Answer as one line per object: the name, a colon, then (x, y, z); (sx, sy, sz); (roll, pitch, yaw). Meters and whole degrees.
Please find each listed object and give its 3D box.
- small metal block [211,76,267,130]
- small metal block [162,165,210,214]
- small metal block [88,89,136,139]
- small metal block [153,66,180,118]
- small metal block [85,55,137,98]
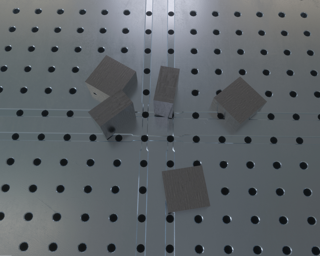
small metal block: (0.107, -0.034, 0.425); (0.050, 0.025, 0.050); (-39, 75, -13)
small metal block: (0.031, 0.077, 0.384); (0.050, 0.025, 0.050); (-8, 70, -3)
small metal block: (-0.061, -0.017, 0.405); (0.050, 0.050, 0.025); (-38, 75, -13)
small metal block: (0.009, -0.047, 0.416); (0.025, 0.050, 0.050); (10, 70, 4)
small metal block: (-0.067, -0.066, 0.436); (0.050, 0.025, 0.050); (30, 73, 10)
